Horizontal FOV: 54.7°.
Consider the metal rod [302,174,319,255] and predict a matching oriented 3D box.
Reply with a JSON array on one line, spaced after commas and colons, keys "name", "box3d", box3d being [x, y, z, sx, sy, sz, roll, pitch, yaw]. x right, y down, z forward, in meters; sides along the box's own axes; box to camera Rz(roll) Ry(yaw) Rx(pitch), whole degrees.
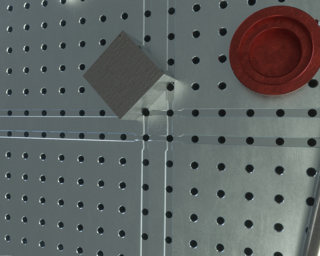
[{"name": "metal rod", "box3d": [0.192, 0.051, 0.344, 0.025, 0.025, 0.298, 12, 94, 19]}]

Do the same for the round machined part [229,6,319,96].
[{"name": "round machined part", "box3d": [0.132, -0.085, 0.357, 0.098, 0.042, 0.097, 0, 90, 20]}]

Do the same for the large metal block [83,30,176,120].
[{"name": "large metal block", "box3d": [-0.040, -0.067, 0.413, 0.080, 0.050, 0.080, -45, 76, 14]}]
